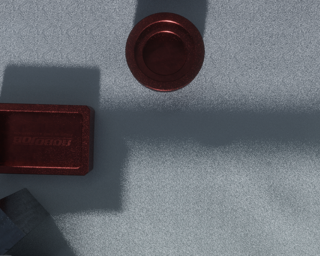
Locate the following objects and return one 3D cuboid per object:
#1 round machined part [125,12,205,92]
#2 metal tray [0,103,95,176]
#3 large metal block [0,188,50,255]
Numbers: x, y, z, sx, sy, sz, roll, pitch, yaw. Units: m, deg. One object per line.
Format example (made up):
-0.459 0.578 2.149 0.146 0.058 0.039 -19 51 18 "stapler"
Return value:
0.006 -0.095 0.403 0.099 0.042 0.097 0 90 -1 "round machined part"
-0.155 0.014 0.406 0.131 0.030 0.089 2 90 -1 "metal tray"
-0.196 0.126 0.381 0.080 0.080 0.050 -41 91 0 "large metal block"
